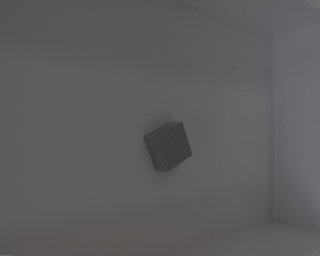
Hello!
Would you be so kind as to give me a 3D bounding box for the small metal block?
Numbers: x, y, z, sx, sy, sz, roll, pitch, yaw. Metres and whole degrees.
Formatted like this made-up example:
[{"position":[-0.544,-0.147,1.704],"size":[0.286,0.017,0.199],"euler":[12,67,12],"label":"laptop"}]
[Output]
[{"position":[0.011,0.024,0.415],"size":[0.050,0.025,0.050],"euler":[-29,108,-36],"label":"small metal block"}]
